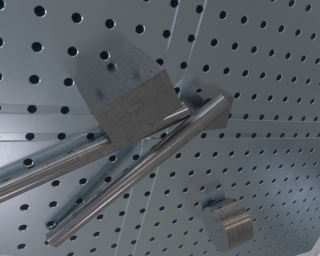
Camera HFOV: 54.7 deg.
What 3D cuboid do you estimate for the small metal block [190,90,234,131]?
[{"bbox_3d":[0.071,-0.025,0.435,0.050,0.025,0.050,-6,121,-25],"label":"small metal block"}]

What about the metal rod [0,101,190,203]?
[{"bbox_3d":[-0.100,0.036,0.378,0.302,0.025,0.025,-24,127,-14],"label":"metal rod"}]

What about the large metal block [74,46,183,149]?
[{"bbox_3d":[-0.036,-0.036,0.334,0.080,0.080,0.050,-33,129,-7],"label":"large metal block"}]

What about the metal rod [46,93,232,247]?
[{"bbox_3d":[-0.032,0.059,0.412,0.300,0.025,0.025,-39,130,5],"label":"metal rod"}]

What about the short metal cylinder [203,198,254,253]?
[{"bbox_3d":[0.118,0.170,0.546,0.050,0.080,0.079,-15,125,-20],"label":"short metal cylinder"}]
